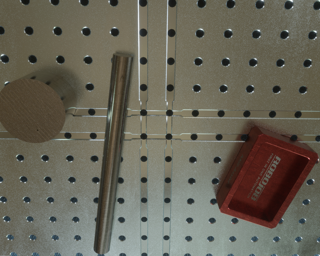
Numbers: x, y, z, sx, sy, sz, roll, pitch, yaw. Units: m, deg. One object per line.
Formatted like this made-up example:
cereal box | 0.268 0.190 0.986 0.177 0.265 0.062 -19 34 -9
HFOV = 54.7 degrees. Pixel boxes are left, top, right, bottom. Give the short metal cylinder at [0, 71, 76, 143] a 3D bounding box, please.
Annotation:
short metal cylinder | -0.152 -0.027 0.388 0.081 0.050 0.079 0 110 0

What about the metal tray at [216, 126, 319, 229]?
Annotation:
metal tray | 0.148 0.072 0.438 0.091 0.030 0.129 20 109 -8

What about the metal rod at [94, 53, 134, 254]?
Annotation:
metal rod | -0.068 0.049 0.430 0.025 0.025 0.298 8 110 -3
